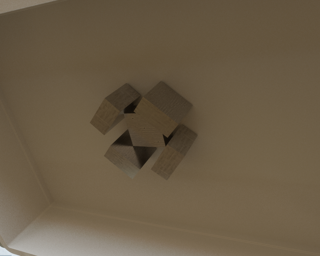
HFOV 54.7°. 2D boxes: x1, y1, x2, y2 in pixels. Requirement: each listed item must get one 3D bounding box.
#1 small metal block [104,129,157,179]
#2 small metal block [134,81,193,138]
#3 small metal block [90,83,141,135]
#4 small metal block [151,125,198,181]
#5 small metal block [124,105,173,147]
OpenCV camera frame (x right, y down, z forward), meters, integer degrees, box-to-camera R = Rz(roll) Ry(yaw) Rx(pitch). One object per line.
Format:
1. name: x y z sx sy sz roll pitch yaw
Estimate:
1. small metal block: -0.041 0.034 0.433 0.050 0.050 0.025 39 130 2
2. small metal block: 0.005 -0.024 0.372 0.050 0.050 0.025 38 128 1
3. small metal block: -0.058 -0.025 0.405 0.025 0.050 0.050 41 130 1
4. small metal block: 0.019 0.031 0.399 0.025 0.050 0.050 34 128 4
5. small metal block: -0.015 -0.003 0.412 0.050 0.025 0.050 1 119 28
